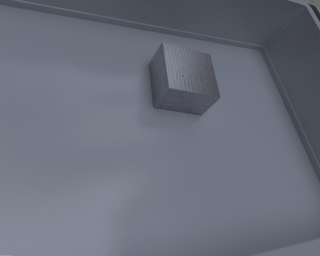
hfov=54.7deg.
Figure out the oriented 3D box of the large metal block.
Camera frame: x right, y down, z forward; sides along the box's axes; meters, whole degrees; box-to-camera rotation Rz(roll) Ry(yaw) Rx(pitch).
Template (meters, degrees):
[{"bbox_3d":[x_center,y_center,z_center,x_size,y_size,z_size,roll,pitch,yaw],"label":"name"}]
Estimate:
[{"bbox_3d":[0.033,-0.070,0.452,0.081,0.050,0.080,8,58,-25],"label":"large metal block"}]
